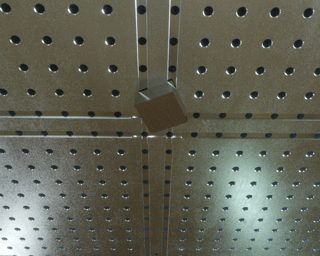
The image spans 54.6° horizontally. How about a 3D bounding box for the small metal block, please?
[{"bbox_3d":[0.002,-0.025,0.390,0.050,0.025,0.050,-19,128,15],"label":"small metal block"}]
